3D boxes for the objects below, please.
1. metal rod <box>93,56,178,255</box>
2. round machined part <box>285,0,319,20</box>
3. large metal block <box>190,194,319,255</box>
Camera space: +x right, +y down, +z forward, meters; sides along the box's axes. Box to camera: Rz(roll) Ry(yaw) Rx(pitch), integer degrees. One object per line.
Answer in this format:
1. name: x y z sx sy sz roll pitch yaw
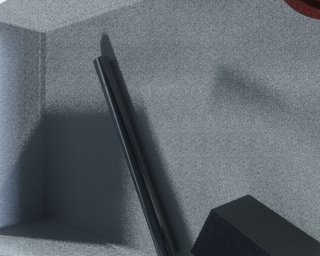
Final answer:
1. metal rod: -0.040 0.030 0.437 0.025 0.025 0.299 -32 70 35
2. round machined part: 0.148 -0.141 0.251 0.098 0.098 0.042 2 51 39
3. large metal block: 0.091 0.114 0.295 0.080 0.081 0.050 34 111 34
